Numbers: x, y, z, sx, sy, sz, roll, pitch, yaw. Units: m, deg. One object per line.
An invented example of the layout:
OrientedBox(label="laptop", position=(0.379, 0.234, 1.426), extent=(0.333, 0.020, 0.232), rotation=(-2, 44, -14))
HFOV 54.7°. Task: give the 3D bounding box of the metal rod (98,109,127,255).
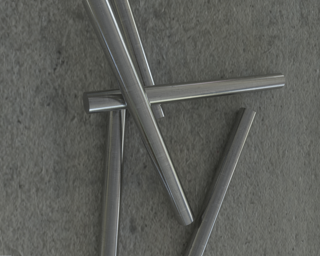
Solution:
OrientedBox(label="metal rod", position=(-0.062, 0.111, 0.387), extent=(0.025, 0.025, 0.298), rotation=(4, 89, -20))

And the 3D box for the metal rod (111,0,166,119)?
OrientedBox(label="metal rod", position=(-0.049, -0.154, 0.391), extent=(0.025, 0.025, 0.298), rotation=(-20, 97, -19))

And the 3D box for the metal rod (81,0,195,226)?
OrientedBox(label="metal rod", position=(-0.013, 0.001, 0.357), extent=(0.025, 0.025, 0.299), rotation=(-31, 118, -18))

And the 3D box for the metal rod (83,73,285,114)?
OrientedBox(label="metal rod", position=(0.051, -0.050, 0.409), extent=(0.303, 0.025, 0.025), rotation=(-10, 94, -27))

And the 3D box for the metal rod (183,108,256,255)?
OrientedBox(label="metal rod", position=(0.073, 0.111, 0.437), extent=(0.025, 0.025, 0.299), rotation=(26, 81, -19))
